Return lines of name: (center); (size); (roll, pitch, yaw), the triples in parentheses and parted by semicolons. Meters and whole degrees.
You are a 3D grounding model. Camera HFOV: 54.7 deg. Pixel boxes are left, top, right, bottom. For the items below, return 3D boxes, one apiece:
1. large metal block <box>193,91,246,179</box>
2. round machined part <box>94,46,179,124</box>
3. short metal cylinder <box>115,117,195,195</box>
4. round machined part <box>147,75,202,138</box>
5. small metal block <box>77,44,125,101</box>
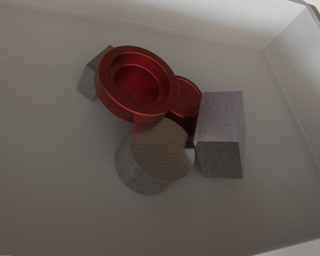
large metal block: (0.081, 0.010, 0.399); (0.050, 0.080, 0.080); (0, 50, 20)
round machined part: (-0.030, -0.047, 0.369); (0.099, 0.042, 0.098); (14, 56, -21)
short metal cylinder: (-0.007, 0.033, 0.365); (0.081, 0.050, 0.080); (14, 56, -21)
round machined part: (0.021, -0.033, 0.424); (0.099, 0.042, 0.098); (14, 56, -21)
small metal block: (-0.074, -0.069, 0.390); (0.025, 0.050, 0.050); (38, 51, -3)
